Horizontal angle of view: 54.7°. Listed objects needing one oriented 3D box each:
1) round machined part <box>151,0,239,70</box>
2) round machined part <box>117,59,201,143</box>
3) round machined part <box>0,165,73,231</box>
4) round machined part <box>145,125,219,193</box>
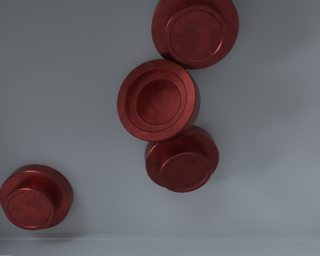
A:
[{"bbox_3d":[0.039,-0.110,0.349,0.099,0.042,0.097,1,126,1],"label":"round machined part"},{"bbox_3d":[0.002,-0.030,0.375,0.098,0.042,0.097,-4,80,21],"label":"round machined part"},{"bbox_3d":[-0.178,0.105,0.438,0.099,0.042,0.097,0,110,-1],"label":"round machined part"},{"bbox_3d":[0.030,0.047,0.408,0.099,0.042,0.097,-4,124,-6],"label":"round machined part"}]
